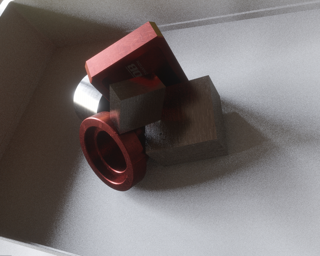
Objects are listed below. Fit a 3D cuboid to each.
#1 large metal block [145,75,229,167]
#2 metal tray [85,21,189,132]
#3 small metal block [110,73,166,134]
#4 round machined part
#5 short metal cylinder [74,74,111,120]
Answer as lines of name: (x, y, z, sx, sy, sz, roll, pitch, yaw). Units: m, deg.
large metal block: (0.030, -0.006, 0.365, 0.080, 0.050, 0.080, -13, 61, 20)
metal tray: (-0.015, -0.053, 0.375, 0.090, 0.130, 0.030, -31, 53, 8)
small metal block: (-0.025, -0.026, 0.328, 0.050, 0.050, 0.025, -20, 55, -24)
round machined part: (-0.051, 0.025, 0.379, 0.098, 0.097, 0.042, 22, 38, 36)
short metal cylinder: (-0.069, -0.035, 0.424, 0.050, 0.080, 0.080, 25, 75, 36)
